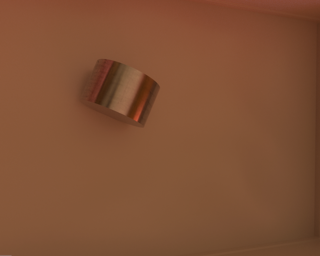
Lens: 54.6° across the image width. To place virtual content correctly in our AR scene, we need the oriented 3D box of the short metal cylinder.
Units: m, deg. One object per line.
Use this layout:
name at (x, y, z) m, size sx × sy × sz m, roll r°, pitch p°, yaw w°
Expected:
short metal cylinder at (-0.046, -0.039, 0.364) m, size 0.080 × 0.080 × 0.050 m, roll 24°, pitch 82°, yaw -19°
